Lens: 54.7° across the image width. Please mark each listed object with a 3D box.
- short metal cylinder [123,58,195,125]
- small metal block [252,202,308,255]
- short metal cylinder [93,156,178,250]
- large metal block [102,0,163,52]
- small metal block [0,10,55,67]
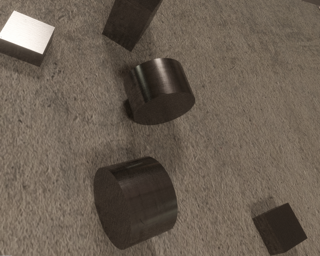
[{"bbox_3d":[-0.001,-0.044,0.396,0.081,0.080,0.050,-5,64,-31],"label":"short metal cylinder"},{"bbox_3d":[0.159,0.133,0.411,0.050,0.025,0.050,-11,68,-33],"label":"small metal block"},{"bbox_3d":[-0.027,0.073,0.311,0.050,0.080,0.080,-11,68,-33],"label":"short metal cylinder"},{"bbox_3d":[-0.035,-0.175,0.458,0.050,0.080,0.080,31,52,-9],"label":"large metal block"},{"bbox_3d":[-0.164,-0.110,0.383,0.050,0.025,0.050,19,54,-17],"label":"small metal block"}]
